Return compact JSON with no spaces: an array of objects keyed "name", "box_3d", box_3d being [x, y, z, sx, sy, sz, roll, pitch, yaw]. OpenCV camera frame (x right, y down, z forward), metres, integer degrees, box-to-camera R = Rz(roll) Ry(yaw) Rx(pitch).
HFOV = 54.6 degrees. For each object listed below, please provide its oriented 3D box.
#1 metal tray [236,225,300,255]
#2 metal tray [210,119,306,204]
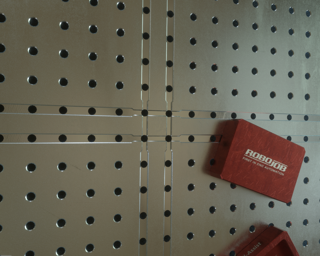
[{"name":"metal tray","box_3d":[0.153,0.223,0.466,0.131,0.030,0.090,-33,101,-17]},{"name":"metal tray","box_3d":[0.149,0.050,0.464,0.131,0.030,0.090,22,83,-19]}]
